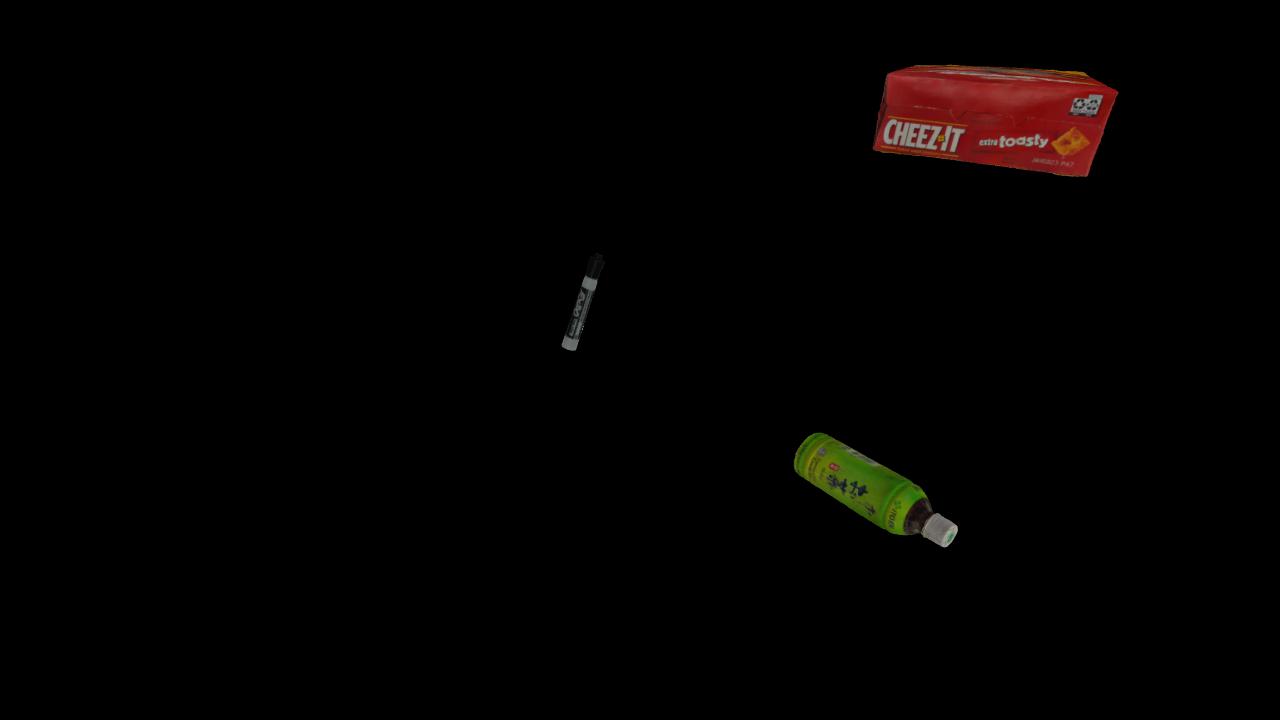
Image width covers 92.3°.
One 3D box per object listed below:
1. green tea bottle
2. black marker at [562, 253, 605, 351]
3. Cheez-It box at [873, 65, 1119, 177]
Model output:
[{"bbox_3d":[0.295,0.164,0.780,0.073,0.073,0.212,0,18,-36],"label":"green tea bottle"},{"bbox_3d":[-0.068,-0.069,0.735,0.020,0.121,0.020,18,17,-6],"label":"black marker"},{"bbox_3d":[0.323,-0.233,0.573,0.166,0.071,0.223,15,31,22],"label":"Cheez-It box"}]
